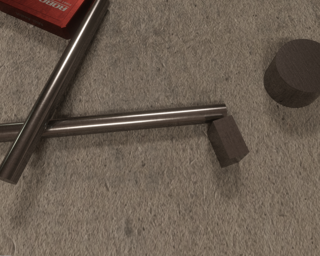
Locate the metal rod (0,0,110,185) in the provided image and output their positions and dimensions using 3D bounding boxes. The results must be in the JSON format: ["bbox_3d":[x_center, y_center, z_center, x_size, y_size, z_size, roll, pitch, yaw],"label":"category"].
[{"bbox_3d":[-0.131,-0.069,0.413,0.025,0.025,0.300,16,64,5],"label":"metal rod"}]

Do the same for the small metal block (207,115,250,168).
[{"bbox_3d":[0.084,0.018,0.389,0.025,0.050,0.050,-19,71,-7],"label":"small metal block"}]

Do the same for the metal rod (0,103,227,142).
[{"bbox_3d":[-0.063,-0.007,0.409,0.302,0.025,0.025,-5,70,-3],"label":"metal rod"}]

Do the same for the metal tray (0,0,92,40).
[{"bbox_3d":[-0.175,-0.200,0.476,0.130,0.030,0.090,25,72,8],"label":"metal tray"}]

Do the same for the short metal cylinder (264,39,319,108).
[{"bbox_3d":[0.190,-0.074,0.424,0.081,0.050,0.080,0,70,0],"label":"short metal cylinder"}]
